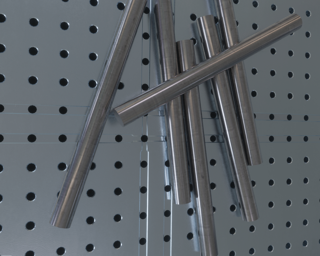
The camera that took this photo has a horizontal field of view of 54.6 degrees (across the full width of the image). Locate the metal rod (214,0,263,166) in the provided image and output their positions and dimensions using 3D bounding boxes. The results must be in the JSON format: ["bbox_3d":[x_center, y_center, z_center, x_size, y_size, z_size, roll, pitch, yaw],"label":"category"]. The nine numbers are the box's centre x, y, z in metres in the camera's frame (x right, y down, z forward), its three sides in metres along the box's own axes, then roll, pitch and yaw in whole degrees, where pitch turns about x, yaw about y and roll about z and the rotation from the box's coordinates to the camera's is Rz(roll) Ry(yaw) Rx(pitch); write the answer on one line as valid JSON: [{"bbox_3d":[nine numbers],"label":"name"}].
[{"bbox_3d":[0.110,-0.093,0.452,0.025,0.025,0.298,-14,95,-19],"label":"metal rod"}]

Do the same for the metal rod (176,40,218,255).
[{"bbox_3d":[0.051,0.030,0.431,0.025,0.025,0.298,-8,93,-20],"label":"metal rod"}]

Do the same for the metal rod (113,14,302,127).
[{"bbox_3d":[0.075,-0.084,0.411,0.302,0.025,0.025,-30,100,-18],"label":"metal rod"}]

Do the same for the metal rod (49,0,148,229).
[{"bbox_3d":[-0.074,-0.027,0.385,0.025,0.025,0.299,20,83,-19],"label":"metal rod"}]

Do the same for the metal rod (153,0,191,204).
[{"bbox_3d":[0.015,-0.048,0.417,0.025,0.025,0.298,-7,92,-20],"label":"metal rod"}]

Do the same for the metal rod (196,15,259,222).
[{"bbox_3d":[0.099,-0.010,0.448,0.025,0.025,0.299,-16,96,-19],"label":"metal rod"}]
